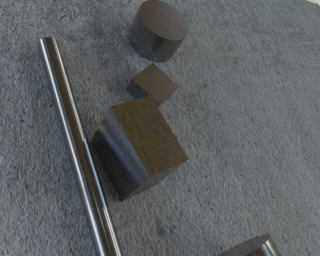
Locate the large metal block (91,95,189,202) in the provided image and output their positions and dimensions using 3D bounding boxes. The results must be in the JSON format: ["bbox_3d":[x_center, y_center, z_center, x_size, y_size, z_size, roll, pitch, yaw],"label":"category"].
[{"bbox_3d":[-0.026,0.024,0.340,0.050,0.080,0.080,-20,72,-35],"label":"large metal block"}]

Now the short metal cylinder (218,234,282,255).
[{"bbox_3d":[0.093,0.154,0.325,0.081,0.080,0.050,-16,71,-35],"label":"short metal cylinder"}]

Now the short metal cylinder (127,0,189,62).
[{"bbox_3d":[-0.003,-0.149,0.476,0.081,0.050,0.080,14,56,-21],"label":"short metal cylinder"}]

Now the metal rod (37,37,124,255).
[{"bbox_3d":[-0.089,0.024,0.340,0.025,0.025,0.299,-9,66,-32],"label":"metal rod"}]

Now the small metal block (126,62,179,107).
[{"bbox_3d":[-0.010,-0.056,0.433,0.050,0.025,0.050,42,51,1],"label":"small metal block"}]
